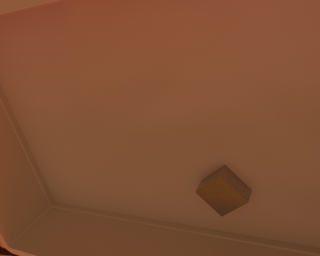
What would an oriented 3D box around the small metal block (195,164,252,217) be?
[{"bbox_3d":[0.085,0.085,0.417,0.050,0.025,0.050,43,129,-2],"label":"small metal block"}]
